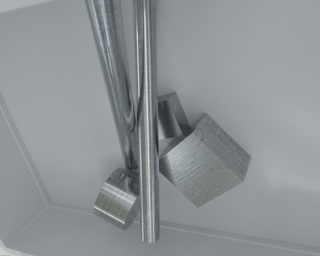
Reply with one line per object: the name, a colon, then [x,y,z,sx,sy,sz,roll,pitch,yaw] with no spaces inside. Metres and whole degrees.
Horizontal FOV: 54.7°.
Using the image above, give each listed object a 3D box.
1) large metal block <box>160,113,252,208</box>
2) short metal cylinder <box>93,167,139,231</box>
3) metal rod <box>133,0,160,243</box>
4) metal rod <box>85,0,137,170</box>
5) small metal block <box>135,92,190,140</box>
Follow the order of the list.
large metal block: [0.053,0.042,0.390,0.080,0.050,0.080,44,129,-3]
short metal cylinder: [-0.056,0.106,0.466,0.050,0.080,0.079,25,127,12]
metal rod: [-0.015,-0.001,0.366,0.025,0.025,0.298,6,107,24]
metal rod: [-0.041,-0.025,0.335,0.025,0.025,0.299,23,152,13]
small metal block: [0.003,-0.014,0.397,0.050,0.025,0.050,-11,113,32]
